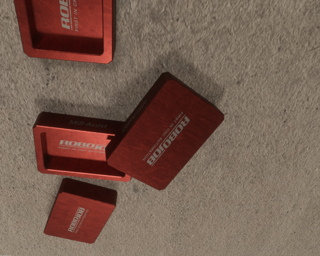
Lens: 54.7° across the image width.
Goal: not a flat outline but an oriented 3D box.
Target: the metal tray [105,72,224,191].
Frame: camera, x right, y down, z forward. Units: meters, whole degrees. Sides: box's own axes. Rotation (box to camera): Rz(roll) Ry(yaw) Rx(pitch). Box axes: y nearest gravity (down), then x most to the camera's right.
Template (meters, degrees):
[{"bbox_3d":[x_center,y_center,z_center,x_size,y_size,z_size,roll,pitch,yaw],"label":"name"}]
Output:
[{"bbox_3d":[0.004,0.008,0.385,0.090,0.030,0.130,32,105,-25],"label":"metal tray"}]

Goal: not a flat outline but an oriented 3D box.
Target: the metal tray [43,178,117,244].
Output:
[{"bbox_3d":[-0.136,0.144,0.525,0.091,0.030,0.129,19,128,-16],"label":"metal tray"}]

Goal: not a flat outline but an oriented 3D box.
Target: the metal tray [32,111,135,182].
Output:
[{"bbox_3d":[-0.100,0.029,0.426,0.131,0.030,0.089,7,130,-7],"label":"metal tray"}]

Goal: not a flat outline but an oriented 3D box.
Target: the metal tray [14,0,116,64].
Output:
[{"bbox_3d":[-0.088,-0.128,0.293,0.091,0.030,0.129,4,130,-4],"label":"metal tray"}]
